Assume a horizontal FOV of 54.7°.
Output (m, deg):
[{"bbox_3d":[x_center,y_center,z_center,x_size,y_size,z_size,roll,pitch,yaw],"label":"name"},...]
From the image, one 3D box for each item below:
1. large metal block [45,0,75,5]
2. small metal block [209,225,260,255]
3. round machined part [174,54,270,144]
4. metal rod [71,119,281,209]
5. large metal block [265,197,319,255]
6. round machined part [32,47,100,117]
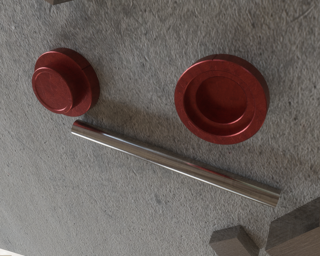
[{"bbox_3d":[-0.127,-0.194,0.337,0.080,0.050,0.079,31,128,8],"label":"large metal block"},{"bbox_3d":[0.110,0.175,0.458,0.050,0.025,0.050,-31,102,38],"label":"small metal block"},{"bbox_3d":[0.069,-0.034,0.339,0.098,0.042,0.097,13,124,21],"label":"round machined part"},{"bbox_3d":[0.009,0.043,0.428,0.301,0.025,0.025,18,126,17],"label":"metal rod"},{"bbox_3d":[0.192,0.144,0.379,0.080,0.050,0.080,41,129,0],"label":"large metal block"},{"bbox_3d":[-0.137,-0.059,0.432,0.098,0.042,0.097,13,124,21],"label":"round machined part"}]
